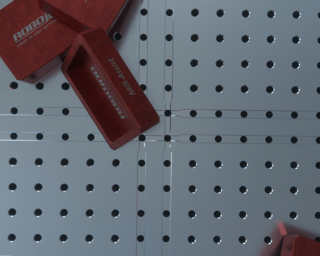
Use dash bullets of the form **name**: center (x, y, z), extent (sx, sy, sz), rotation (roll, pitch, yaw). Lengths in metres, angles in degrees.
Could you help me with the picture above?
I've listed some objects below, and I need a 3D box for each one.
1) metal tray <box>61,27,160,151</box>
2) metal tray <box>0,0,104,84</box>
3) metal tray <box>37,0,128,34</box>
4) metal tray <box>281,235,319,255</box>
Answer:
- **metal tray**: center (-0.065, -0.043, 0.379), extent (0.030, 0.090, 0.130), rotation (-33, 91, -36)
- **metal tray**: center (-0.153, -0.132, 0.409), extent (0.130, 0.030, 0.090), rotation (-35, 90, -1)
- **metal tray**: center (-0.080, -0.185, 0.388), extent (0.090, 0.030, 0.130), rotation (30, 76, -11)
- **metal tray**: center (0.221, 0.203, 0.399), extent (0.131, 0.030, 0.090), rotation (20, 69, -1)
